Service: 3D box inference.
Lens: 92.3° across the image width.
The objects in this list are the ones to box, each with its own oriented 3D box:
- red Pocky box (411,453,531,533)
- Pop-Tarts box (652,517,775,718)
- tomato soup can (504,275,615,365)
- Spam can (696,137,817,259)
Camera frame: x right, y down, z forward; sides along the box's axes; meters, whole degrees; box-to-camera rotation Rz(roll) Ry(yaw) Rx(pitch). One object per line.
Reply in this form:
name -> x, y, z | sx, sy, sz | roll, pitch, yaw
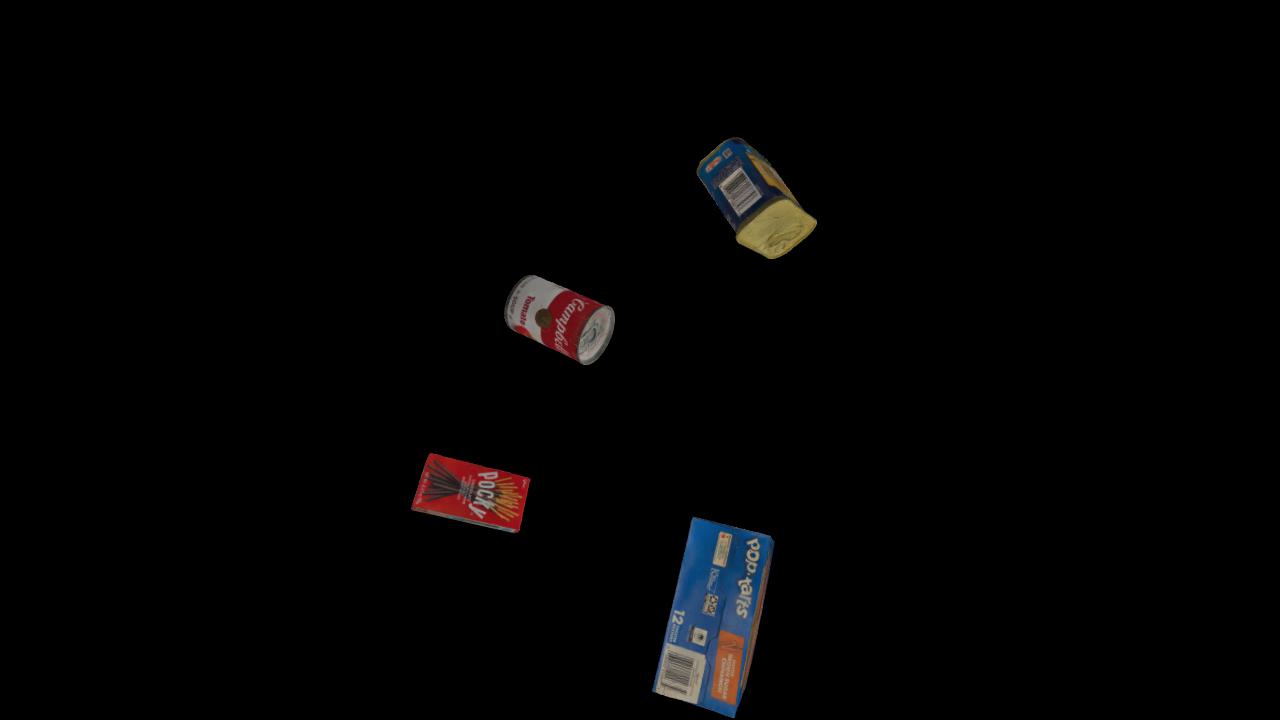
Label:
red Pocky box -> -0.242, 0.194, 0.893 | 0.155, 0.083, 0.028 | 18, -35, -18
Pop-Tarts box -> 0.085, 0.260, 0.646 | 0.083, 0.167, 0.141 | 11, -15, 17
tomato soup can -> -0.087, -0.045, 0.661 | 0.101, 0.068, 0.068 | 25, 10, 22
Spam can -> 0.109, -0.152, 0.580 | 0.058, 0.085, 0.101 | -39, -24, 26
